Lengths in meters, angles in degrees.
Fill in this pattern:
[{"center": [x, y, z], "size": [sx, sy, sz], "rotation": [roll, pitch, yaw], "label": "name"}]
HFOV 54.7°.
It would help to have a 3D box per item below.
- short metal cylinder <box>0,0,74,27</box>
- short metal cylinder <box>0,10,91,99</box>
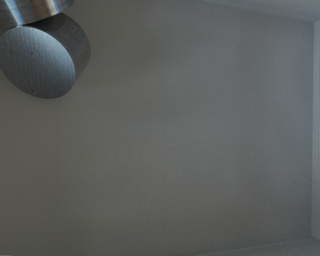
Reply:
[{"center": [-0.133, -0.140, 0.307], "size": [0.081, 0.080, 0.050], "rotation": [-28, 128, -18], "label": "short metal cylinder"}, {"center": [-0.121, -0.078, 0.330], "size": [0.080, 0.080, 0.050], "rotation": [34, 36, -17], "label": "short metal cylinder"}]
